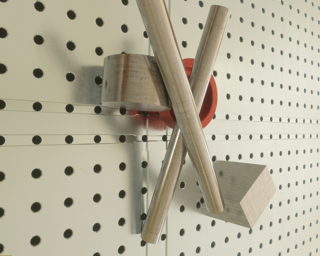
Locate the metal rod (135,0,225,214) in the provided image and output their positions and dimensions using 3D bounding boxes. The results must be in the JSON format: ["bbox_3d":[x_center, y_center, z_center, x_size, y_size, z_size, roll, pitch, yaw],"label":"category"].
[{"bbox_3d":[0.031,-0.012,0.345,0.025,0.025,0.299,-43,128,-32],"label":"metal rod"}]

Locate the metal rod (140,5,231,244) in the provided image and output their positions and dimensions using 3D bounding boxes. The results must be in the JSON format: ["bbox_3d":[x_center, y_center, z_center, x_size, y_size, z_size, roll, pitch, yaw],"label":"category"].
[{"bbox_3d":[0.029,0.002,0.383,0.025,0.025,0.298,10,100,-40],"label":"metal rod"}]

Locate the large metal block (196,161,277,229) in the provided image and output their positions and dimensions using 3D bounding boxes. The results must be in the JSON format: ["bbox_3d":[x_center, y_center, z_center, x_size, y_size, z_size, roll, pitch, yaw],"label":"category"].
[{"bbox_3d":[0.117,0.098,0.474,0.080,0.080,0.050,-42,116,-32],"label":"large metal block"}]

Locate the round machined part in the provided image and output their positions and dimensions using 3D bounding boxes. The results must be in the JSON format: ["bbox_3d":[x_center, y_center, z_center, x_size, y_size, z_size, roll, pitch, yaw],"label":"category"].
[{"bbox_3d":[0.031,-0.044,0.426,0.099,0.042,0.097,-1,91,-39],"label":"round machined part"}]

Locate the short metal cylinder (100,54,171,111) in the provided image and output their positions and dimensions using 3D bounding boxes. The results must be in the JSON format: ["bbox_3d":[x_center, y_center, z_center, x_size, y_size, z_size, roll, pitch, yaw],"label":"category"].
[{"bbox_3d":[-0.026,-0.049,0.354,0.081,0.080,0.050,7,86,-40],"label":"short metal cylinder"}]
